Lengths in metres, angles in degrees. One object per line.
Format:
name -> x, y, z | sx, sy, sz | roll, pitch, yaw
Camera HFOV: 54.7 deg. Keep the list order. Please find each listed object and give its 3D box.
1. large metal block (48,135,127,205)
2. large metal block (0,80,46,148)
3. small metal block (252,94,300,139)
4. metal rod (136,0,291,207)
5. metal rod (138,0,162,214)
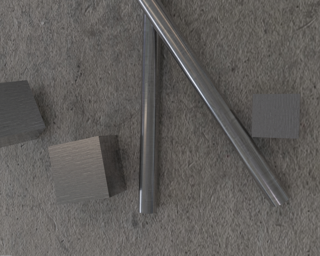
large metal block -> -0.100, 0.057, 0.431 | 0.080, 0.050, 0.080 | -12, 86, 19
large metal block -> -0.227, -0.019, 0.452 | 0.050, 0.081, 0.080 | -33, 78, 46
small metal block -> 0.135, -0.014, 0.362 | 0.050, 0.025, 0.050 | 2, 91, 20
metal rod -> 0.060, -0.041, 0.373 | 0.025, 0.025, 0.299 | -34, 84, 17
metal rod -> -0.013, -0.038, 0.413 | 0.025, 0.025, 0.298 | 2, 91, 20
